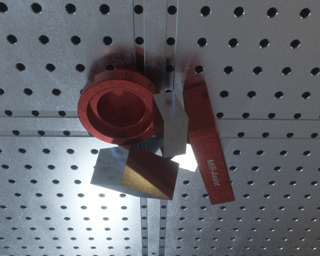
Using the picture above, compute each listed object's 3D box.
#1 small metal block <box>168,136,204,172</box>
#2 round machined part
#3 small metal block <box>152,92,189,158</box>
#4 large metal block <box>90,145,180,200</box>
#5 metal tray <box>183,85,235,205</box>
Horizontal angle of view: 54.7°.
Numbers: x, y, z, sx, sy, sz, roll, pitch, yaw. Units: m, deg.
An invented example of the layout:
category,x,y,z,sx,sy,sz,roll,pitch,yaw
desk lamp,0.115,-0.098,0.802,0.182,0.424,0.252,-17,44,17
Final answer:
category,x,y,z,sx,sy,sz,roll,pitch,yaw
small metal block,0.032,0.029,0.431,0.050,0.025,0.050,16,134,0
round machined part,-0.046,-0.029,0.375,0.099,0.042,0.097,-1,130,0
small metal block,0.010,-0.004,0.338,0.025,0.050,0.050,-9,130,-11
large metal block,-0.034,0.062,0.417,0.080,0.050,0.080,25,159,-33
metal tray,0.062,0.023,0.389,0.030,0.090,0.129,-14,129,11
